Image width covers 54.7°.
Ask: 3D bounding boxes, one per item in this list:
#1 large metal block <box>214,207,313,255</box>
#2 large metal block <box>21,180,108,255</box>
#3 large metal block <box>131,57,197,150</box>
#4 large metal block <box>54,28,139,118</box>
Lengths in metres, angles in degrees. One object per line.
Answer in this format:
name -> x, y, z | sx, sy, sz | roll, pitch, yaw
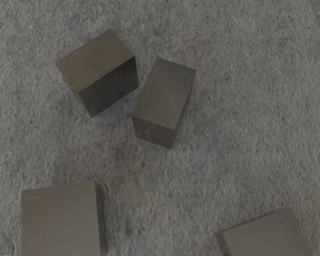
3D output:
large metal block -> 0.117, 0.143, 0.344 | 0.081, 0.050, 0.080 | -18, 71, -7
large metal block -> -0.107, 0.109, 0.354 | 0.081, 0.050, 0.080 | -8, 70, -3
large metal block -> 0.006, -0.028, 0.389 | 0.050, 0.080, 0.080 | 19, 71, 6
large metal block -> -0.077, -0.068, 0.403 | 0.080, 0.080, 0.050 | -36, 74, -12
